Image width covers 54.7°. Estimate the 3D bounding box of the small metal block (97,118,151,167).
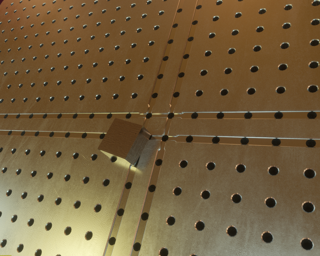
[{"bbox_3d":[-0.048,0.018,0.421,0.050,0.025,0.050,16,70,34],"label":"small metal block"}]
